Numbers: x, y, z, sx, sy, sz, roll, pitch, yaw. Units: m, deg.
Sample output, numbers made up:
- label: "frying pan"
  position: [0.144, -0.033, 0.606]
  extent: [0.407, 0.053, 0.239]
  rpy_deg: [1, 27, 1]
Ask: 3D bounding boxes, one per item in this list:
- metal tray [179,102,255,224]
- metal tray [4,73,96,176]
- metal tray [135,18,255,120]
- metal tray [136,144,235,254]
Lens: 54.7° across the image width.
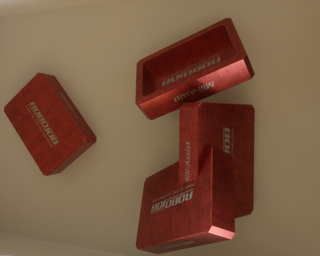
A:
- label: "metal tray"
  position: [0.066, 0.037, 0.350]
  extent: [0.030, 0.091, 0.129]
  rpy_deg: [2, 92, 54]
- label: "metal tray"
  position: [-0.167, -0.006, 0.465]
  extent: [0.090, 0.030, 0.130]
  rpy_deg: [-40, 78, 15]
- label: "metal tray"
  position: [0.035, -0.070, 0.367]
  extent: [0.130, 0.030, 0.090]
  rpy_deg: [-22, 42, 18]
- label: "metal tray"
  position: [0.024, 0.084, 0.344]
  extent: [0.129, 0.030, 0.090]
  rpy_deg: [-36, 38, 46]
